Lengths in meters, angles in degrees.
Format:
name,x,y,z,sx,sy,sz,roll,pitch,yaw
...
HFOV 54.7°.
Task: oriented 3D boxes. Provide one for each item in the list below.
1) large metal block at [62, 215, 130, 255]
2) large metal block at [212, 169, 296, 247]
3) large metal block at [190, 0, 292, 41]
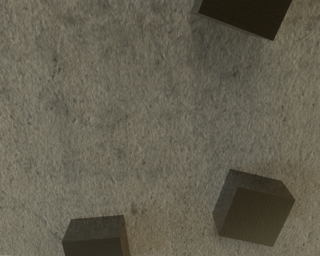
name,x,y,z,sx,sy,sz,roll,pitch,yaw
large metal block,-0.092,0.182,0.462,0.080,0.050,0.079,-5,110,1
large metal block,0.129,0.113,0.440,0.081,0.050,0.079,14,109,-6
large metal block,0.083,-0.135,0.332,0.080,0.080,0.050,18,109,-7
